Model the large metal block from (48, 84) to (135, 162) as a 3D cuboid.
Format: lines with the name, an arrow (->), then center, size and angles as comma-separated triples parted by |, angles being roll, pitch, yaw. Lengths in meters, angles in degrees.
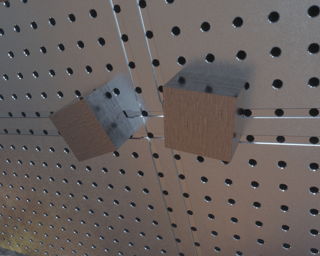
large metal block -> -0.097, -0.006, 0.443 | 0.080, 0.050, 0.080 | -19, 109, 35

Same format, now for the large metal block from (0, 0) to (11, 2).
large metal block -> -0.225, -0.198, 0.373 | 0.080, 0.080, 0.050 | 46, 129, -4

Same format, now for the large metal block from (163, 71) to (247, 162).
large metal block -> 0.051, -0.015, 0.359 | 0.080, 0.050, 0.080 | 12, 123, 22
